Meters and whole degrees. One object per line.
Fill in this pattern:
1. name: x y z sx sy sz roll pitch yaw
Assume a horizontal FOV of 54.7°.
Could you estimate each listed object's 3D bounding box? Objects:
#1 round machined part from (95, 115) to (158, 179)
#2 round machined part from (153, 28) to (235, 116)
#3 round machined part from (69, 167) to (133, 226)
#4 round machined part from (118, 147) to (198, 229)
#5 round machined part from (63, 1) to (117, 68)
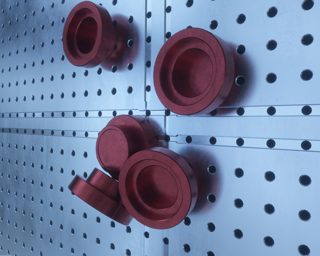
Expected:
1. round machined part: -0.054 0.030 0.440 0.098 0.042 0.097 0 90 39
2. round machined part: 0.043 -0.063 0.362 0.098 0.042 0.097 0 90 39
3. round machined part: -0.073 0.090 0.430 0.098 0.098 0.042 24 74 37
4. round machined part: 0.001 0.071 0.386 0.098 0.042 0.097 4 100 26
5. round machined part: -0.105 -0.142 0.483 0.098 0.042 0.097 0 90 39
